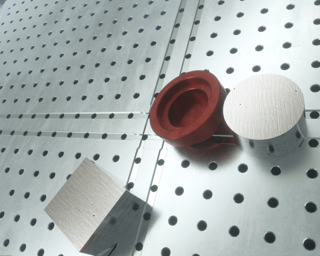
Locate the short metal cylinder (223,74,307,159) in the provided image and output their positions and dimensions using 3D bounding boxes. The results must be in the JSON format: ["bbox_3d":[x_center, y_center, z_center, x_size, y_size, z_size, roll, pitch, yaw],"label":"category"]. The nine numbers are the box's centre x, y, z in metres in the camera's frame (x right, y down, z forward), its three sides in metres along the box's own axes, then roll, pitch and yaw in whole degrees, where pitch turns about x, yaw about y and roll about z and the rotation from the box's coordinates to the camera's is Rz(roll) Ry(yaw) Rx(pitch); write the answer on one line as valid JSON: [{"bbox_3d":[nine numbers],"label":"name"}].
[{"bbox_3d":[0.115,-0.012,0.339,0.080,0.050,0.080,-13,57,20],"label":"short metal cylinder"}]

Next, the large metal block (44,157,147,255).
[{"bbox_3d":[-0.078,0.095,0.375,0.080,0.050,0.080,30,78,37],"label":"large metal block"}]

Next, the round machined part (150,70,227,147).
[{"bbox_3d":[0.039,-0.020,0.381,0.098,0.042,0.098,-22,47,27],"label":"round machined part"}]
